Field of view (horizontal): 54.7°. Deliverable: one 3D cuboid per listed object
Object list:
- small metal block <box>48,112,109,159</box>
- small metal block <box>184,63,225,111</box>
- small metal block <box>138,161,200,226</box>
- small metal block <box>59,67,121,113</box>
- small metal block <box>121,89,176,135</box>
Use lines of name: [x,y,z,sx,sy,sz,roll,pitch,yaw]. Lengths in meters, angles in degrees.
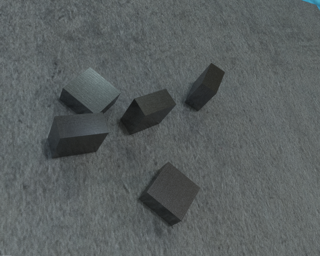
small metal block: [-0.090,0.008,0.335,0.050,0.050,0.025,-7,66,-32]
small metal block: [0.067,-0.061,0.463,0.025,0.050,0.050,33,51,-7]
small metal block: [0.012,0.077,0.365,0.050,0.025,0.050,40,51,-1]
small metal block: [-0.086,-0.040,0.383,0.050,0.025,0.050,40,51,-2]
small metal block: [-0.015,-0.020,0.393,0.050,0.050,0.025,-22,74,-36]
